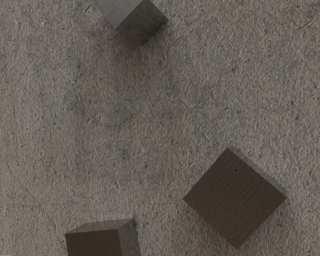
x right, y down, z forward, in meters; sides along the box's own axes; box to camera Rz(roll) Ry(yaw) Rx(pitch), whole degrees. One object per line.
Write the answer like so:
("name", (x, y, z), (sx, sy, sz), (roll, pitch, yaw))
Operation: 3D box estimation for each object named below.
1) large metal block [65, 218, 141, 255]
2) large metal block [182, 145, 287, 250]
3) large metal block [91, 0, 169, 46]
("large metal block", (-0.074, 0.173, 0.422), (0.080, 0.050, 0.080), (-12, 86, 19))
("large metal block", (0.088, 0.077, 0.365), (0.080, 0.050, 0.080), (41, 103, 15))
("large metal block", (-0.044, -0.160, 0.395), (0.050, 0.080, 0.080), (-42, 77, 15))
